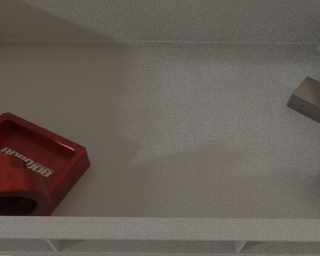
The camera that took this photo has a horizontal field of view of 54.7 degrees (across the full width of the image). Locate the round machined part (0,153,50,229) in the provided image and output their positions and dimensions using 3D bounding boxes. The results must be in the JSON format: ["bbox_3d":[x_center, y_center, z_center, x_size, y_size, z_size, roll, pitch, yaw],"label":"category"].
[{"bbox_3d":[-0.151,0.056,0.271,0.099,0.098,0.042,-15,63,-12],"label":"round machined part"}]

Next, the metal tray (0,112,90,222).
[{"bbox_3d":[-0.162,0.040,0.365,0.130,0.030,0.090,22,53,17],"label":"metal tray"}]

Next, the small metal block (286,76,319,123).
[{"bbox_3d":[0.220,-0.042,0.443,0.050,0.025,0.050,34,58,25],"label":"small metal block"}]
